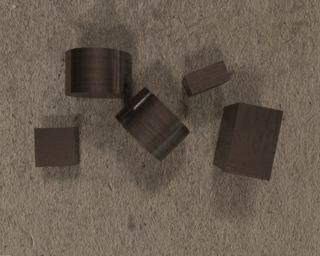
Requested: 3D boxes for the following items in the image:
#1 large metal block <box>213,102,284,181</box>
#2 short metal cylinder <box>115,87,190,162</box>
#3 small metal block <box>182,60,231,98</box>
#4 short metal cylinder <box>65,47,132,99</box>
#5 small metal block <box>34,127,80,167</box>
[{"bbox_3d":[0.105,0.015,0.384,0.050,0.080,0.080,11,90,0],"label":"large metal block"},{"bbox_3d":[-0.009,-0.005,0.382,0.080,0.080,0.050,45,90,-1],"label":"short metal cylinder"},{"bbox_3d":[0.058,-0.061,0.398,0.050,0.050,0.025,-22,90,0],"label":"small metal block"},{"bbox_3d":[-0.075,-0.065,0.381,0.081,0.080,0.050,0,90,-1],"label":"short metal cylinder"},{"bbox_3d":[-0.135,0.024,0.408,0.050,0.025,0.050,-2,90,-1],"label":"small metal block"}]
